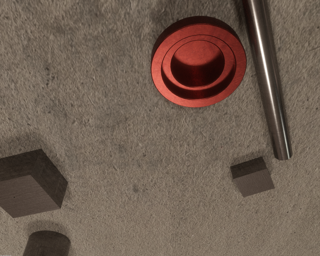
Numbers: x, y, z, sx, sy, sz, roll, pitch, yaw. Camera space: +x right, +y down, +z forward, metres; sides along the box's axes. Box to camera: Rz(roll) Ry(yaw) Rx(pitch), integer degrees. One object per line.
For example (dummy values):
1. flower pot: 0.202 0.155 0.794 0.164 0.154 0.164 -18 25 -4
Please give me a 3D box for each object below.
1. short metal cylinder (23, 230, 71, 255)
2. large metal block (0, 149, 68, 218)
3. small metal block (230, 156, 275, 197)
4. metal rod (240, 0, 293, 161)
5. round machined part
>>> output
1. short metal cylinder: -0.217 0.240 0.592 0.081 0.050 0.079 0 130 0
2. large metal block: -0.197 0.084 0.459 0.080 0.050 0.080 -14 129 11
3. small metal block: 0.142 0.076 0.474 0.050 0.025 0.050 -21 127 17
4. metal rod: 0.120 -0.069 0.350 0.025 0.025 0.299 -17 129 13
5. round machined part: 0.040 -0.073 0.334 0.099 0.042 0.097 -1 130 0
